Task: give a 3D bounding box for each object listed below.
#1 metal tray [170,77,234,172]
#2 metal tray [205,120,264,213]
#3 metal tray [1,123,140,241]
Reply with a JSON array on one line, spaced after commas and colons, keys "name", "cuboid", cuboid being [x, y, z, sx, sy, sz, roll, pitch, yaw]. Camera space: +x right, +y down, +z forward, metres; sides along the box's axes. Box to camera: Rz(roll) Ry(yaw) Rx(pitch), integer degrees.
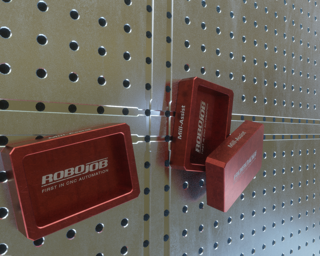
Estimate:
[{"name": "metal tray", "cuboid": [0.064, -0.001, 0.457, 0.091, 0.030, 0.129, 11, 83, -39]}, {"name": "metal tray", "cuboid": [0.118, 0.055, 0.477, 0.131, 0.030, 0.089, -35, 130, -41]}, {"name": "metal tray", "cuboid": [-0.087, 0.050, 0.331, 0.131, 0.030, 0.090, -14, 99, -39]}]
